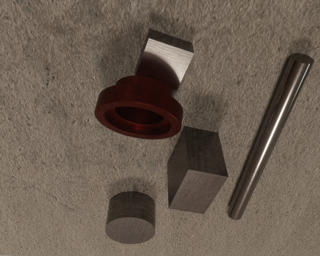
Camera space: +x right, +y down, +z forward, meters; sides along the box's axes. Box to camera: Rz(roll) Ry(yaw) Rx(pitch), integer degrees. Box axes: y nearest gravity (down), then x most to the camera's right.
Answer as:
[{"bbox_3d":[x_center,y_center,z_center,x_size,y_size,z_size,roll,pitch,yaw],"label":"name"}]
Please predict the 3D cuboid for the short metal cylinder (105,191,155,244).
[{"bbox_3d":[-0.048,0.151,0.519,0.081,0.050,0.079,0,130,0],"label":"short metal cylinder"}]

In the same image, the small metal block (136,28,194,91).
[{"bbox_3d":[0.004,-0.075,0.344,0.050,0.025,0.050,15,129,-13],"label":"small metal block"}]

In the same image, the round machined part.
[{"bbox_3d":[-0.022,-0.025,0.358,0.099,0.042,0.098,8,157,4],"label":"round machined part"}]

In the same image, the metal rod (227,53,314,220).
[{"bbox_3d":[0.144,0.036,0.439,0.025,0.025,0.298,4,130,-4],"label":"metal rod"}]

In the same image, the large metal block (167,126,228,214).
[{"bbox_3d":[0.046,0.057,0.420,0.050,0.080,0.079,12,129,-11],"label":"large metal block"}]
